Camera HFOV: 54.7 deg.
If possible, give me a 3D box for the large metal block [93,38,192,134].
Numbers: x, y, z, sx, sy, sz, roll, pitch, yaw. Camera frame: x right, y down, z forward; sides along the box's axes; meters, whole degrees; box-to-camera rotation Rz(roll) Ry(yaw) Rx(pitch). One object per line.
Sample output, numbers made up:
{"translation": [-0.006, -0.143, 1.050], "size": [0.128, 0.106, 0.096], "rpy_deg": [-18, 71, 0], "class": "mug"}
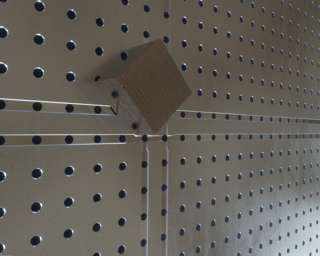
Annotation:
{"translation": [-0.018, -0.049, 0.379], "size": [0.080, 0.050, 0.080], "rpy_deg": [-49, 119, -29], "class": "large metal block"}
